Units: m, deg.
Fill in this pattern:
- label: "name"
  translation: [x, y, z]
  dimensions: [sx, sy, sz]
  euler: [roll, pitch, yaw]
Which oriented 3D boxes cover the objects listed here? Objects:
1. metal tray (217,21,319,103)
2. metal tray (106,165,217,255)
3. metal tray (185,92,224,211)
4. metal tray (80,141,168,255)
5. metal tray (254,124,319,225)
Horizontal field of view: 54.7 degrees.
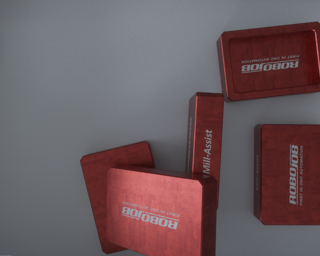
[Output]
- label: "metal tray"
  translation: [0.146, -0.085, 0.409]
  dimensions: [0.131, 0.030, 0.089]
  euler: [-6, 90, 0]
- label: "metal tray"
  translation: [-0.003, 0.092, 0.342]
  dimensions: [0.130, 0.030, 0.089]
  euler: [2, 90, 37]
- label: "metal tray"
  translation: [0.051, 0.026, 0.379]
  dimensions: [0.030, 0.090, 0.129]
  euler: [3, 90, 0]
- label: "metal tray"
  translation: [-0.044, 0.089, 0.408]
  dimensions: [0.091, 0.030, 0.129]
  euler: [-14, 90, 0]
- label: "metal tray"
  translation: [0.174, 0.060, 0.410]
  dimensions: [0.091, 0.030, 0.129]
  euler: [0, 90, 0]
